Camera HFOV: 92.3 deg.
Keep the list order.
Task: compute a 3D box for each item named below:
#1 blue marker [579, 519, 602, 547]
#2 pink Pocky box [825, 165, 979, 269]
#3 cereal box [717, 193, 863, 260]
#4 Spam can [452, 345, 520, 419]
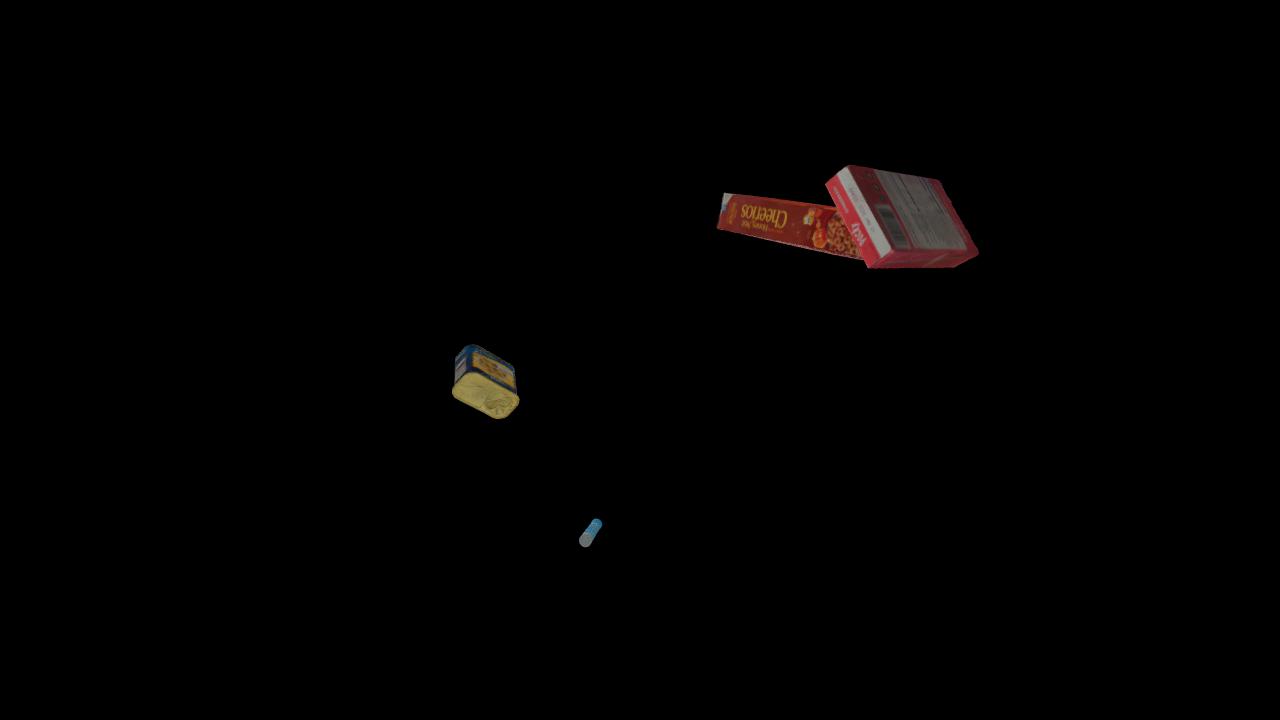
[{"bbox_3d":[-0.075,0.264,0.945,0.020,0.020,0.121,0,-4,4],"label":"blue marker"},{"bbox_3d":[0.231,-0.121,0.533,0.155,0.084,0.029,-8,-20,-39],"label":"pink Pocky box"},{"bbox_3d":[0.320,-0.243,1.127,0.203,0.081,0.306,-2,20,-42],"label":"cereal box"},{"bbox_3d":[-0.243,0.032,0.968,0.101,0.058,0.085,35,20,-33],"label":"Spam can"}]
